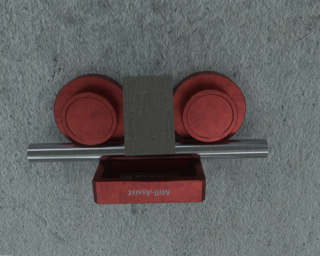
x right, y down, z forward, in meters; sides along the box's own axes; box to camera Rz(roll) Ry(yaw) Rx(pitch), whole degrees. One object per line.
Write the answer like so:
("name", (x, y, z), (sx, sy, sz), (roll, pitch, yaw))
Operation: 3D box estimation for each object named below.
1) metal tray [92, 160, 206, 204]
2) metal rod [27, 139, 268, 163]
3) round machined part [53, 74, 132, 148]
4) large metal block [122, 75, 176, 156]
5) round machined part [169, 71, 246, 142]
("metal tray", (-0.013, 0.059, 0.398), (0.131, 0.090, 0.030), (-1, 110, 0))
("metal rod", (-0.015, 0.029, 0.400), (0.302, 0.025, 0.025), (-1, 110, 0))
("round machined part", (-0.086, -0.017, 0.392), (0.099, 0.042, 0.097), (0, 110, -1))
("large metal block", (-0.011, -0.011, 0.349), (0.050, 0.080, 0.080), (-2, 87, 0))
("round machined part", (0.061, -0.021, 0.394), (0.099, 0.042, 0.097), (0, 110, -1))
